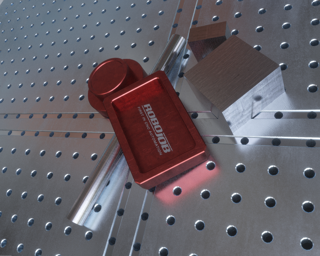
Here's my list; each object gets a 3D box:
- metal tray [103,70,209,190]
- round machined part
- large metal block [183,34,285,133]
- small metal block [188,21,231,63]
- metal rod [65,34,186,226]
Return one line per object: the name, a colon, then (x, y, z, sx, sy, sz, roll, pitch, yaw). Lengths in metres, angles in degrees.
metal tray: (-0.008, -0.001, 0.388, 0.090, 0.030, 0.130, -27, 62, 2)
round machined part: (-0.070, -0.068, 0.474, 0.098, 0.042, 0.098, -13, 56, 20)
large metal block: (0.089, -0.055, 0.378, 0.080, 0.050, 0.080, -39, 51, 1)
small metal block: (0.072, -0.114, 0.424, 0.050, 0.050, 0.025, -4, 60, 26)
metal rod: (-0.039, -0.009, 0.432, 0.025, 0.025, 0.300, 17, 70, 34)
